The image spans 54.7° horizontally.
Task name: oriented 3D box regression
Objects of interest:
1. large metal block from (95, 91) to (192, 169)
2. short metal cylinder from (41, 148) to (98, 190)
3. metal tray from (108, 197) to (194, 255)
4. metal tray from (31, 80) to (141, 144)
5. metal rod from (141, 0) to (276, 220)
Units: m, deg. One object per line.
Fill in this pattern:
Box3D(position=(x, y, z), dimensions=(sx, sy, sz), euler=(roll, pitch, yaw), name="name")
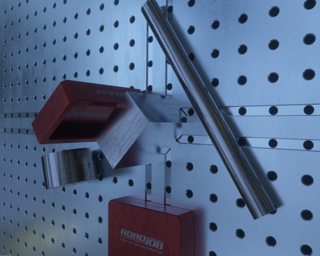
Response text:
Box3D(position=(-0.021, 0.003, 0.391), dimensions=(0.080, 0.081, 0.050), euler=(-51, 60, 28), name="large metal block")
Box3D(position=(-0.142, 0.065, 0.491), dimensions=(0.080, 0.081, 0.050), euler=(-19, 78, 38), name="short metal cylinder")
Box3D(position=(-0.016, 0.149, 0.420), dimensions=(0.130, 0.030, 0.089), euler=(1, 90, 40), name="metal tray")
Box3D(position=(-0.089, -0.018, 0.414), dimensions=(0.090, 0.131, 0.030), euler=(-43, 64, 31), name="metal tray")
Box3D(position=(0.047, -0.037, 0.370), dimensions=(0.025, 0.025, 0.299), euler=(-39, 66, 33), name="metal rod")
